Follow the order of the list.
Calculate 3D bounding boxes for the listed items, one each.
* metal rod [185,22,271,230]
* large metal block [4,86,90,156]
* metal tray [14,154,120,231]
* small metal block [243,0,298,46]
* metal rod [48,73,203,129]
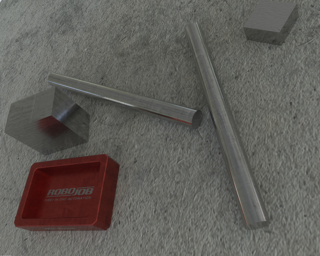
[{"bbox_3d":[0.072,-0.028,0.382,0.025,0.025,0.299,-21,54,15],"label":"metal rod"},{"bbox_3d":[-0.162,-0.007,0.456,0.080,0.080,0.050,-17,55,18],"label":"large metal block"},{"bbox_3d":[-0.122,0.087,0.409,0.130,0.030,0.090,-9,58,23],"label":"metal tray"},{"bbox_3d":[0.148,-0.141,0.412,0.050,0.025,0.050,24,74,36],"label":"small metal block"},{"bbox_3d":[-0.072,-0.049,0.469,0.300,0.025,0.025,18,71,34],"label":"metal rod"}]
